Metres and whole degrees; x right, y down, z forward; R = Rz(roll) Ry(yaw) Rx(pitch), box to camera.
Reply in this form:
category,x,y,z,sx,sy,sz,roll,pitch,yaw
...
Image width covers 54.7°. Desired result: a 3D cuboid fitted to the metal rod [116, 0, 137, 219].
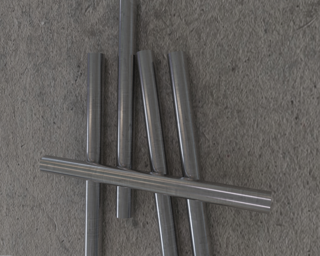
category,x,y,z,sx,sy,sz,roll,pitch,yaw
metal rod,-0.046,-0.028,0.425,0.025,0.025,0.298,1,90,20

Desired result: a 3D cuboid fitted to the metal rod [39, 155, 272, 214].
category,x,y,z,sx,sy,sz,roll,pitch,yaw
metal rod,-0.020,0.066,0.388,0.301,0.025,0.025,6,92,19

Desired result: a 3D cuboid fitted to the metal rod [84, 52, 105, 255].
category,x,y,z,sx,sy,sz,roll,pitch,yaw
metal rod,-0.093,0.044,0.441,0.025,0.025,0.298,1,90,20

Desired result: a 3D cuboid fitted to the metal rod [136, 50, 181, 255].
category,x,y,z,sx,sy,sz,roll,pitch,yaw
metal rod,-0.001,0.047,0.409,0.025,0.025,0.298,-8,87,20

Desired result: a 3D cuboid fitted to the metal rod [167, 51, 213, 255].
category,x,y,z,sx,sy,sz,roll,pitch,yaw
metal rod,0.040,0.052,0.394,0.025,0.025,0.298,-8,87,20
